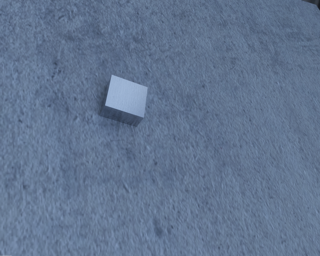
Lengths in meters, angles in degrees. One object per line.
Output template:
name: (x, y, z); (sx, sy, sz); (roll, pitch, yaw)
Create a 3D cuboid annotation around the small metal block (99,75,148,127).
small metal block: (-0.046, -0.035, 0.401); (0.050, 0.025, 0.050); (18, 55, -19)
